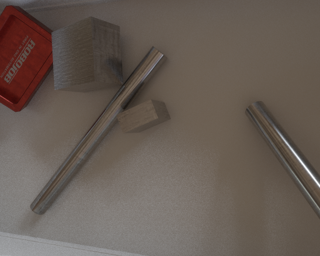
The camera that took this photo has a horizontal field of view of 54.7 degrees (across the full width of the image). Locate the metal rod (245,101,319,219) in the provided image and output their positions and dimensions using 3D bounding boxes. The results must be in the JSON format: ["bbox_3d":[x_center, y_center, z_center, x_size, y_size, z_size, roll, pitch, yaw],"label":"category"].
[{"bbox_3d":[0.165,0.087,0.285,0.025,0.025,0.299,-37,53,16],"label":"metal rod"}]

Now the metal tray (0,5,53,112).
[{"bbox_3d":[-0.212,-0.100,0.458,0.090,0.030,0.130,36,102,-15],"label":"metal tray"}]

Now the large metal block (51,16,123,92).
[{"bbox_3d":[-0.099,-0.095,0.420,0.080,0.050,0.079,-5,88,36],"label":"large metal block"}]

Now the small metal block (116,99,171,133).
[{"bbox_3d":[-0.020,-0.014,0.403,0.050,0.050,0.025,-23,83,18],"label":"small metal block"}]

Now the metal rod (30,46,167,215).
[{"bbox_3d":[-0.093,0.011,0.442,0.025,0.025,0.299,43,103,14],"label":"metal rod"}]
